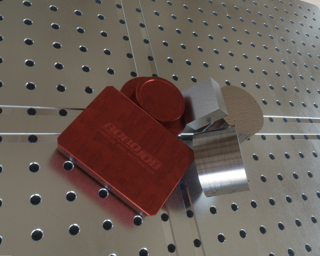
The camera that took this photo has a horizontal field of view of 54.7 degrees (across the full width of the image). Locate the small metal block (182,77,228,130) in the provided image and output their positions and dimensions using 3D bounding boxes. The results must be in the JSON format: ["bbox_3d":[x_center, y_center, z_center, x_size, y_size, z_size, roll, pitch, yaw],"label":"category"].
[{"bbox_3d":[0.057,-0.032,0.414,0.025,0.050,0.050,27,45,-48],"label":"small metal block"}]

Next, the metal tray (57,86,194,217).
[{"bbox_3d":[-0.036,0.026,0.350,0.130,0.030,0.090,39,66,-3],"label":"metal tray"}]

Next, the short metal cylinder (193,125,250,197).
[{"bbox_3d":[0.075,0.040,0.376,0.050,0.080,0.080,-13,60,14],"label":"short metal cylinder"}]

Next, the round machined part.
[{"bbox_3d":[-0.007,-0.028,0.406,0.099,0.042,0.098,14,56,-21],"label":"round machined part"}]

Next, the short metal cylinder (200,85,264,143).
[{"bbox_3d":[0.102,-0.015,0.452,0.081,0.050,0.080,14,56,-21],"label":"short metal cylinder"}]
